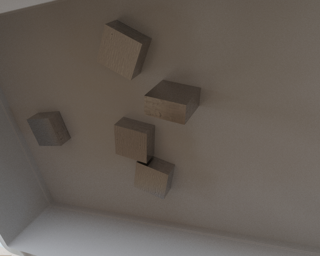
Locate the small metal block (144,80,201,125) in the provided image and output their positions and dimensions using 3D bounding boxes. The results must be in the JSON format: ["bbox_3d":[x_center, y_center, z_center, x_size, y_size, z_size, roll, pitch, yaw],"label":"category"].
[{"bbox_3d":[0.015,-0.032,0.365,0.050,0.050,0.025,15,124,20],"label":"small metal block"}]

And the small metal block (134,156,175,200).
[{"bbox_3d":[-0.009,0.071,0.457,0.050,0.025,0.050,20,126,16],"label":"small metal block"}]

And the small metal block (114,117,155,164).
[{"bbox_3d":[-0.036,0.017,0.438,0.050,0.025,0.050,15,125,19],"label":"small metal block"}]

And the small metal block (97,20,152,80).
[{"bbox_3d":[-0.044,-0.094,0.374,0.050,0.025,0.050,30,128,8],"label":"small metal block"}]

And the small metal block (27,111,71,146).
[{"bbox_3d":[-0.181,0.002,0.505,0.050,0.025,0.050,-2,118,29],"label":"small metal block"}]
